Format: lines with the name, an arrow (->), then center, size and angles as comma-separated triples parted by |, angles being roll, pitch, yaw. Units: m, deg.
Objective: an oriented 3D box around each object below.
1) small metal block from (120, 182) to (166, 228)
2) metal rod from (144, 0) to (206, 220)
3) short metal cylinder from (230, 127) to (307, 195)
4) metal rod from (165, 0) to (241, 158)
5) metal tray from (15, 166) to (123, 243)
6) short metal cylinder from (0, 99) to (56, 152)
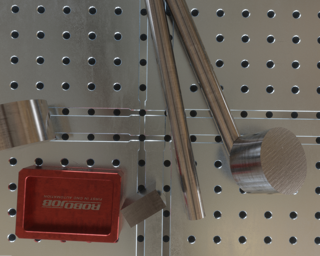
small metal block -> -0.020, 0.098, 0.401 | 0.050, 0.050, 0.025 | -31, 90, 0
metal rod -> 0.020, -0.027, 0.413 | 0.025, 0.025, 0.298 | -11, 90, 0
short metal cylinder -> 0.135, 0.043, 0.385 | 0.081, 0.050, 0.080 | 7, 75, -29
metal rod -> 0.057, -0.081, 0.414 | 0.025, 0.025, 0.299 | -22, 90, 0
metal tray -> -0.117, 0.099, 0.409 | 0.131, 0.030, 0.089 | 3, 90, -1
short metal cylinder -> -0.176, -0.001, 0.384 | 0.080, 0.080, 0.050 | -14, 90, 0
